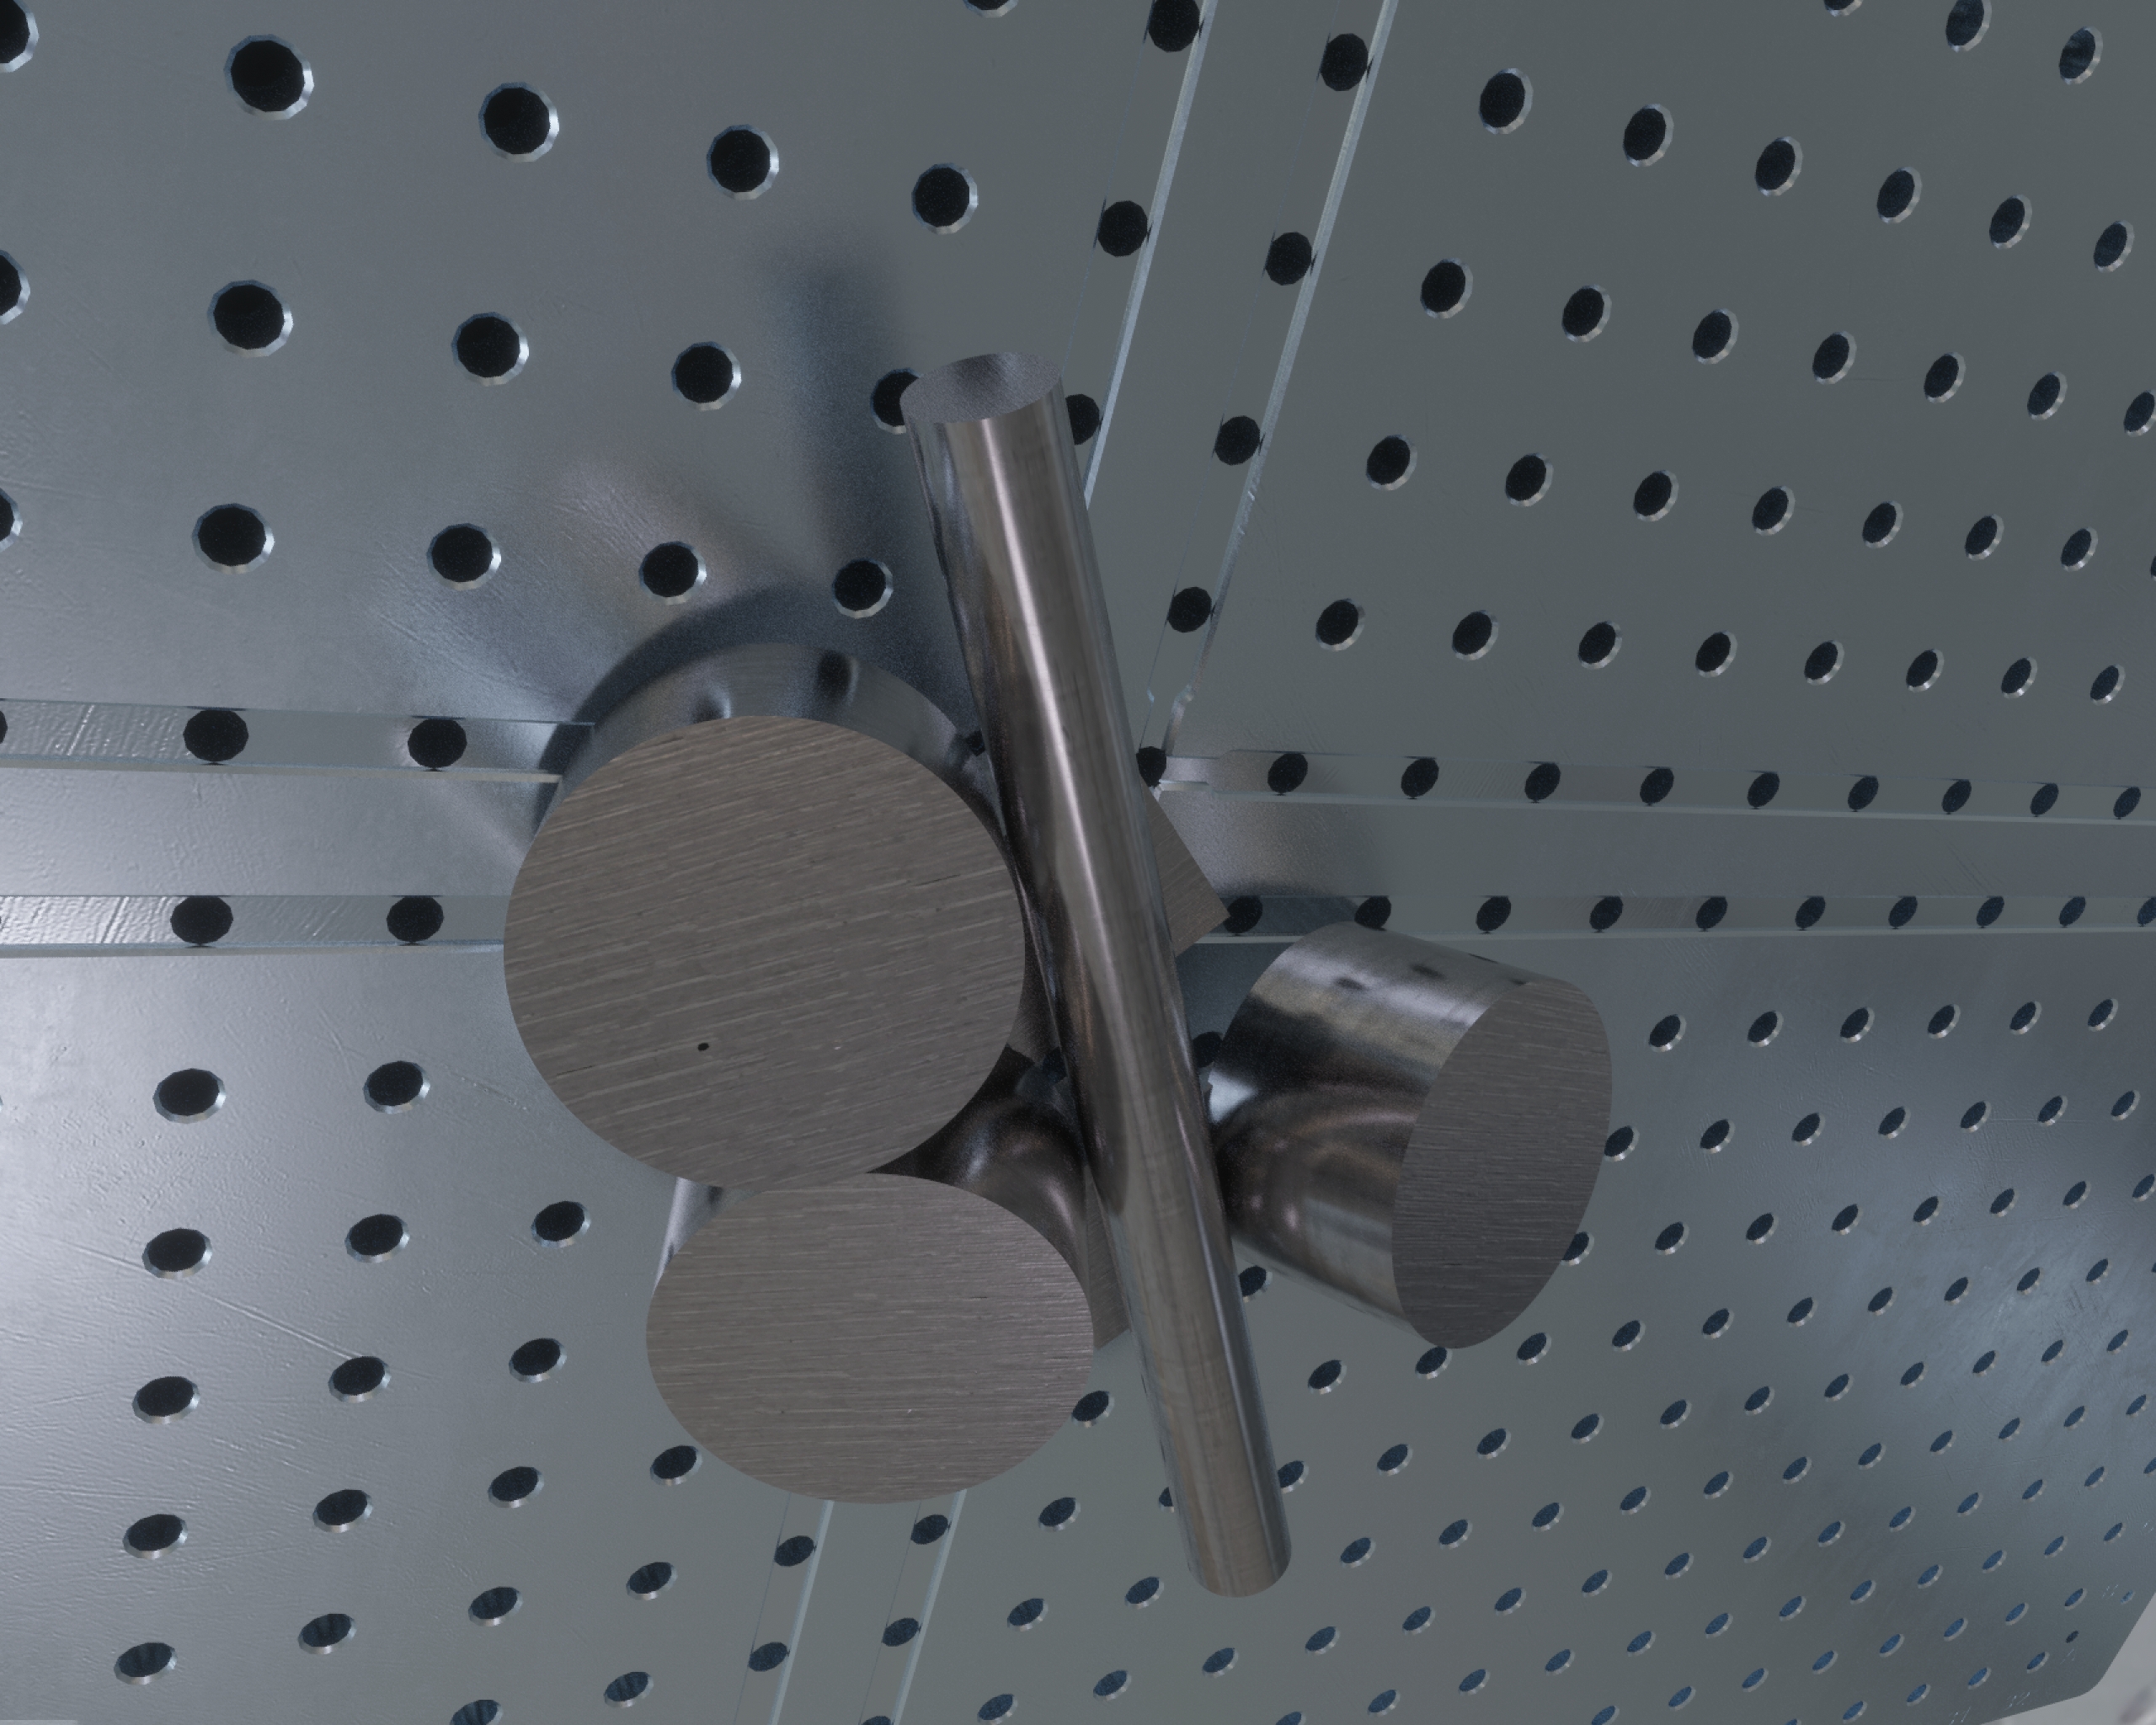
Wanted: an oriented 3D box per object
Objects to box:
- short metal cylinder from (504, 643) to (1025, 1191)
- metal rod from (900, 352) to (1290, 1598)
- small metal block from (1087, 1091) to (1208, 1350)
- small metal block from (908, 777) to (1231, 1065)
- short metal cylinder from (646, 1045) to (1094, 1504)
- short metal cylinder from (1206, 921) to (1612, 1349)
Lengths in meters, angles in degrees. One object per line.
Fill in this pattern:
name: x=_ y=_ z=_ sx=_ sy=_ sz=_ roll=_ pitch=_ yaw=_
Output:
short metal cylinder: x=-0.051 y=0.008 z=0.349 sx=0.081 sy=0.050 sz=0.079 roll=-2 pitch=109 yaw=-6
metal rod: x=0.012 y=0.045 z=0.408 sx=0.025 sy=0.025 sz=0.298 roll=-23 pitch=127 yaw=-14
small metal block: x=0.010 y=0.071 z=0.456 sx=0.050 sy=0.025 sz=0.050 roll=-35 pitch=129 yaw=-5
small metal block: x=-0.006 y=0.004 z=0.406 sx=0.050 sy=0.025 sz=0.050 roll=-37 pitch=129 yaw=-4
short metal cylinder: x=-0.038 y=0.075 z=0.399 sx=0.081 sy=0.050 sz=0.079 roll=-1 pitch=120 yaw=-2
short metal cylinder: x=0.071 y=0.057 z=0.448 sx=0.081 sy=0.050 sz=0.079 roll=-18 pitch=115 yaw=-43
